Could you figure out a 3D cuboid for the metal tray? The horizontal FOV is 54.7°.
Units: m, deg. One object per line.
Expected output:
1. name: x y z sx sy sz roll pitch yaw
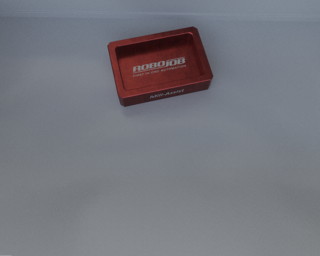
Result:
1. metal tray: -0.001 -0.088 0.439 0.131 0.030 0.090 -12 71 -5
